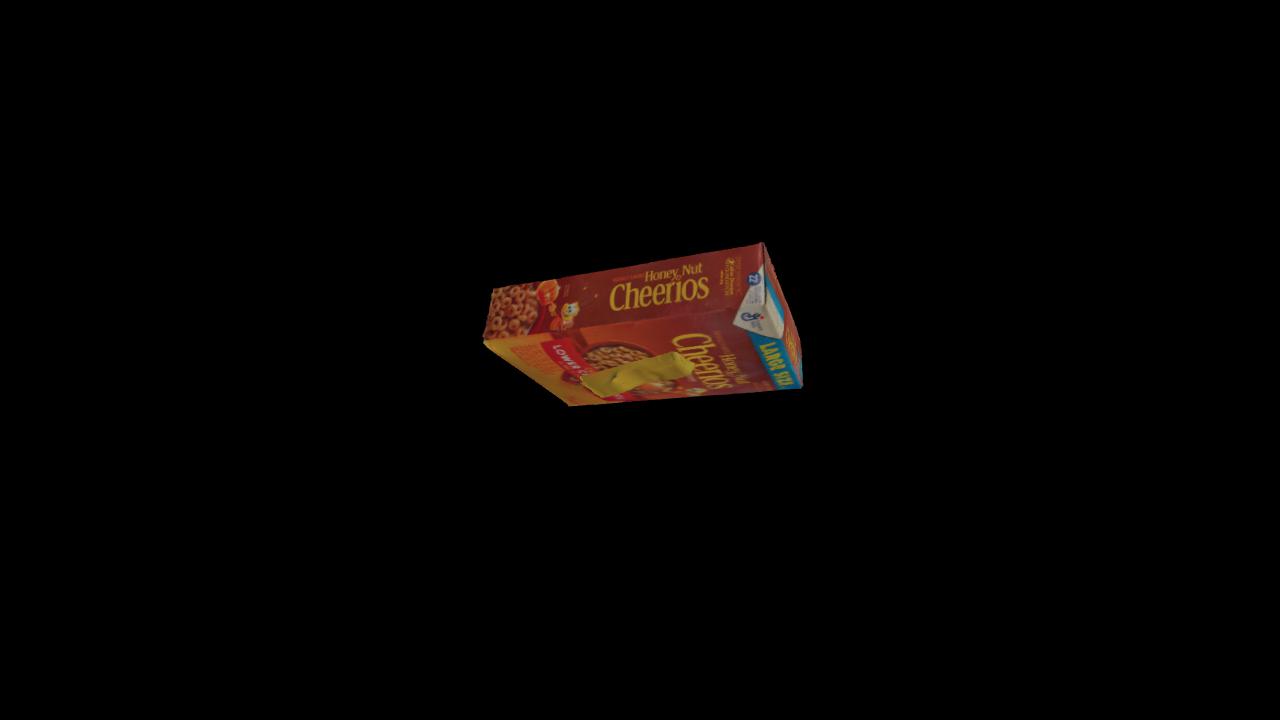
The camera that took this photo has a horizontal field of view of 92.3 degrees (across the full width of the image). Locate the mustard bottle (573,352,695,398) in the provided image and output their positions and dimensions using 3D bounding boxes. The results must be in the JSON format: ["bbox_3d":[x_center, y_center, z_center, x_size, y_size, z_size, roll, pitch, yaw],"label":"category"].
[{"bbox_3d":[-0.022,-0.002,0.698,0.184,0.092,0.054,-18,-36,34],"label":"mustard bottle"}]

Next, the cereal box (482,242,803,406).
[{"bbox_3d":[0.012,-0.023,0.685,0.306,0.081,0.203,-5,-26,21],"label":"cereal box"}]
